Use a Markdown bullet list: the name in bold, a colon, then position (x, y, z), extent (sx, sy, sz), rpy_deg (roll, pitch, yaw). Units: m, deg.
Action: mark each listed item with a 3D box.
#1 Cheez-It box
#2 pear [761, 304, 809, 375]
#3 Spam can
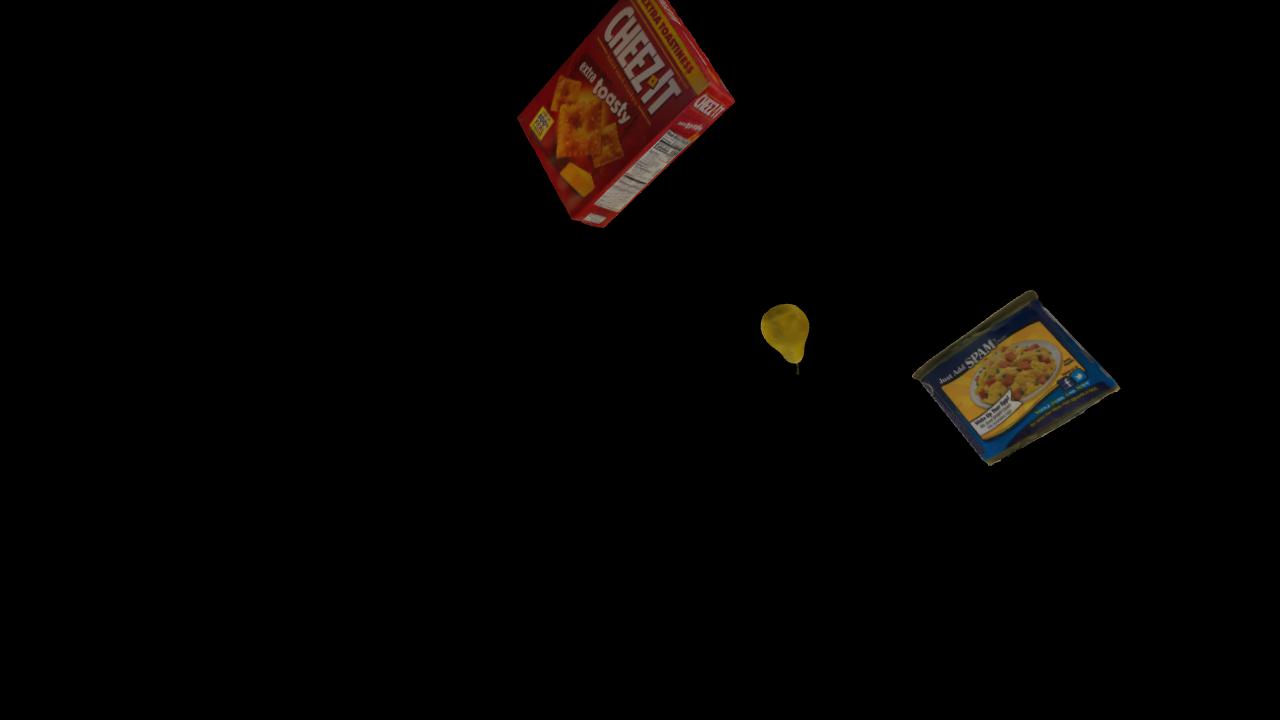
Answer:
- **Cheez-It box**: position (-0.024, -0.289, 0.716), extent (0.223, 0.166, 0.071), rpy_deg (-36, -17, 28)
- **pear**: position (0.238, -0.032, 0.975), extent (0.080, 0.111, 0.080), rpy_deg (-22, 28, 12)
- **Spam can**: position (0.269, 0.015, 0.446), extent (0.058, 0.085, 0.101), rpy_deg (-2, -36, -51)
